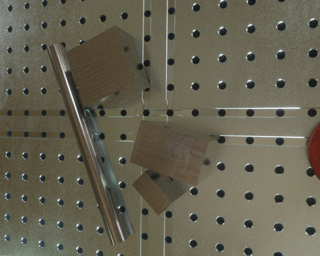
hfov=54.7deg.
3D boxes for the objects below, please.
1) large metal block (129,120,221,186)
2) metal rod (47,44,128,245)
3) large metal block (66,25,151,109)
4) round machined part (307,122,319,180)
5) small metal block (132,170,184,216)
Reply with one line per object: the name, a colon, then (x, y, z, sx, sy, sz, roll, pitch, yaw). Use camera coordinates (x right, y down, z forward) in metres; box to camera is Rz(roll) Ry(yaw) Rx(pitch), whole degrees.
large metal block: (0.022, 0.026, 0.376, 0.080, 0.080, 0.050, 18, 96, 19)
metal rod: (-0.107, 0.018, 0.450, 0.025, 0.025, 0.299, -22, 83, 18)
large metal block: (-0.070, -0.079, 0.424, 0.080, 0.050, 0.080, -22, 83, 18)
round machined part: (0.212, 0.027, 0.329, 0.098, 0.042, 0.097, 0, 90, 19)
small metal block: (-0.002, 0.079, 0.400, 0.050, 0.050, 0.025, 47, 105, 14)
